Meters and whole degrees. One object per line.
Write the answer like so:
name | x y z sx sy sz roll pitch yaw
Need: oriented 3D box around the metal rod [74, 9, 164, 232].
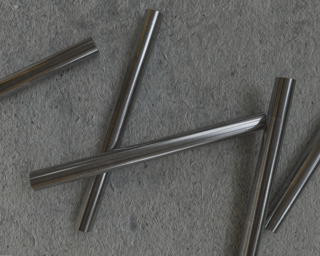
metal rod | -0.054 -0.010 0.409 0.025 0.025 0.299 19 90 0

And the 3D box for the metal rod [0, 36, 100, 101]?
metal rod | -0.221 -0.045 0.408 0.301 0.025 0.025 -25 90 0

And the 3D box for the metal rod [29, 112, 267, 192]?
metal rod | -0.007 0.027 0.391 0.302 0.025 0.025 -14 90 -8

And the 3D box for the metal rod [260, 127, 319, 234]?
metal rod | 0.223 0.006 0.411 0.025 0.025 0.299 32 90 0

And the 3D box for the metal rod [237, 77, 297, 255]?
metal rod | 0.129 0.085 0.397 0.025 0.025 0.298 10 95 0
